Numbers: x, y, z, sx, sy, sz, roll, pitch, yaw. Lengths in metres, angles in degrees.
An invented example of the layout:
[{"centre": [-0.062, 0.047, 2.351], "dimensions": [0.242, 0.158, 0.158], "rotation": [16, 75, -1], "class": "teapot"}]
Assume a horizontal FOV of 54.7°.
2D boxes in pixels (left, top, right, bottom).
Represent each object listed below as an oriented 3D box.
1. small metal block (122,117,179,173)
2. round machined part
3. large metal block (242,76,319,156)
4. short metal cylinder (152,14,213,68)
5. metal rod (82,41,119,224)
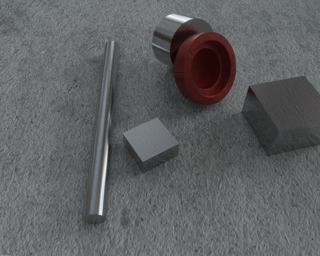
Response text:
[{"centre": [-0.012, 0.021, 0.386], "dimensions": [0.050, 0.025, 0.050], "rotation": [-25, 55, -20], "class": "small metal block"}, {"centre": [0.058, -0.083, 0.436], "dimensions": [0.099, 0.098, 0.042], "rotation": [-34, 27, -26], "class": "round machined part"}, {"centre": [0.165, -0.017, 0.404], "dimensions": [0.081, 0.050, 0.080], "rotation": [-11, 51, -10], "class": "large metal block"}, {"centre": [0.035, -0.128, 0.468], "dimensions": [0.081, 0.080, 0.050], "rotation": [-26, 37, -21], "class": "short metal cylinder"}, {"centre": [-0.074, -0.020, 0.418], "dimensions": [0.025, 0.025, 0.300], "rotation": [-1, 50, -2], "class": "metal rod"}]
